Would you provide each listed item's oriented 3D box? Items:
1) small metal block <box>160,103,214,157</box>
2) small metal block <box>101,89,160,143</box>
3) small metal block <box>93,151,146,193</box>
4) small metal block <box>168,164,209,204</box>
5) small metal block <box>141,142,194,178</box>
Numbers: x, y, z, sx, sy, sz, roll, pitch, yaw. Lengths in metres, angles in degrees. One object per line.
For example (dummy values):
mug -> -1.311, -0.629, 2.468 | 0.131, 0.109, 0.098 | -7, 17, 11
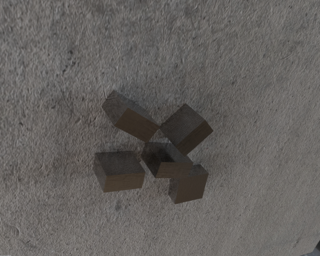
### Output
small metal block -> 0.033, 0.002, 0.410 | 0.050, 0.050, 0.025 | -42, 130, 0
small metal block -> -0.035, -0.014, 0.363 | 0.050, 0.050, 0.025 | 31, 101, -38
small metal block -> -0.053, 0.054, 0.395 | 0.050, 0.050, 0.025 | -1, 119, -28
small metal block -> 0.043, 0.087, 0.485 | 0.050, 0.025, 0.050 | -6, 121, -26
small metal block -> 0.009, 0.043, 0.422 | 0.050, 0.050, 0.025 | 5, 116, -31
